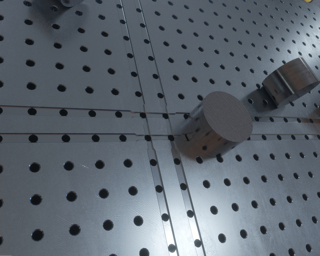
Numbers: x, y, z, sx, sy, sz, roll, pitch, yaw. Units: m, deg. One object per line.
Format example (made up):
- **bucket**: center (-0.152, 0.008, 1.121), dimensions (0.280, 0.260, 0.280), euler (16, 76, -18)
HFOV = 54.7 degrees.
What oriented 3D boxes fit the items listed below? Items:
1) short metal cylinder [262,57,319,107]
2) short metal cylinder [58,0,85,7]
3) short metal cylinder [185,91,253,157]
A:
- **short metal cylinder**: center (0.229, -0.079, 0.543), dimensions (0.081, 0.080, 0.050), euler (-17, 71, -35)
- **short metal cylinder**: center (-0.129, -0.221, 0.438), dimensions (0.050, 0.080, 0.080), euler (43, 51, 1)
- **short metal cylinder**: center (0.083, -0.005, 0.439), dimensions (0.081, 0.050, 0.080), euler (14, 56, -21)
